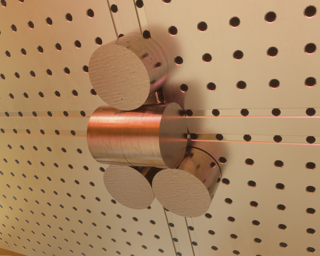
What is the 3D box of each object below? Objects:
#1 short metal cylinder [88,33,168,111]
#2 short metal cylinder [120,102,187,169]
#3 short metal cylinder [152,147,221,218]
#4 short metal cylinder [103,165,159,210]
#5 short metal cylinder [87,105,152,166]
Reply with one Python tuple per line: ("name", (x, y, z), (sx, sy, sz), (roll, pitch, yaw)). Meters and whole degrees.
("short metal cylinder", (-0.037, -0.068, 0.371), (0.080, 0.050, 0.079), (13, 124, 20))
("short metal cylinder", (-0.005, 0.009, 0.383), (0.050, 0.080, 0.080), (0, 119, 28))
("short metal cylinder", (0.036, 0.073, 0.418), (0.080, 0.050, 0.079), (13, 124, 20))
("short metal cylinder", (-0.035, 0.072, 0.455), (0.080, 0.050, 0.079), (13, 124, 20))
("short metal cylinder", (-0.050, 0.009, 0.406), (0.050, 0.080, 0.080), (0, 119, 28))
